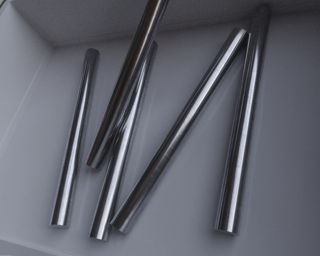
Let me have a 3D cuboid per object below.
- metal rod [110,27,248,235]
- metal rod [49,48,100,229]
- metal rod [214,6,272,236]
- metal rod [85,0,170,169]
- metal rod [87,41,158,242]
[{"bbox_3d":[0.032,-0.007,0.391,0.025,0.025,0.300,23,74,36],"label":"metal rod"},{"bbox_3d":[-0.123,-0.003,0.469,0.025,0.025,0.299,-11,57,22],"label":"metal rod"},{"bbox_3d":[0.104,-0.028,0.367,0.025,0.025,0.300,2,62,29],"label":"metal rod"},{"bbox_3d":[-0.033,-0.085,0.399,0.025,0.025,0.298,30,102,37],"label":"metal rod"},{"bbox_3d":[-0.044,-0.001,0.427,0.025,0.025,0.299,-2,61,27],"label":"metal rod"}]
